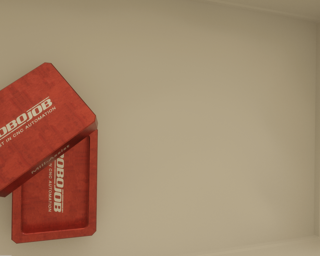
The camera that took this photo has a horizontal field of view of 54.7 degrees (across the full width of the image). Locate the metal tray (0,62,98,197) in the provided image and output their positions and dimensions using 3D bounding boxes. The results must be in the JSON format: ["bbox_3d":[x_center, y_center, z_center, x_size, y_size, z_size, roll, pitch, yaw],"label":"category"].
[{"bbox_3d":[-0.146,0.000,0.336,0.131,0.030,0.090,-39,81,-16],"label":"metal tray"}]

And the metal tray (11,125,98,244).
[{"bbox_3d":[-0.121,0.061,0.362,0.091,0.030,0.129,1,90,-20],"label":"metal tray"}]
